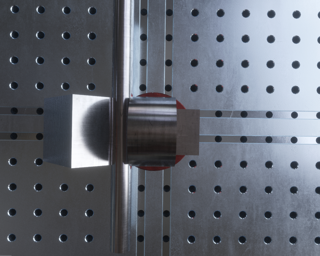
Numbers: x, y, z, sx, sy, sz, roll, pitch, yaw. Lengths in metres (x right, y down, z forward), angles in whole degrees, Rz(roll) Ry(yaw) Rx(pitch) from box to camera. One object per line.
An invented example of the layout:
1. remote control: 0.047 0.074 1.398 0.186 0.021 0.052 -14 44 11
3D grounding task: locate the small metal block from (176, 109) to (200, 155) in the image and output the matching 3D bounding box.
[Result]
1. small metal block: 0.030 0.004 0.359 0.025 0.050 0.050 1 90 0

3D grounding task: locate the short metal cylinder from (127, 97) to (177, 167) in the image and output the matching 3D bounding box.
1. short metal cylinder: -0.008 0.004 0.356 0.050 0.080 0.079 1 90 0

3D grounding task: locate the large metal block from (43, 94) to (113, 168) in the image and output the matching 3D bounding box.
1. large metal block: -0.102 0.003 0.379 0.050 0.080 0.079 1 90 -42

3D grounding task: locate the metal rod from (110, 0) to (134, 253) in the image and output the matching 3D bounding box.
1. metal rod: -0.046 -0.004 0.371 0.025 0.025 0.298 1 90 -1

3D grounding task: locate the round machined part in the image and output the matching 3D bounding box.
1. round machined part: -0.008 0.004 0.404 0.099 0.042 0.097 0 90 -1
